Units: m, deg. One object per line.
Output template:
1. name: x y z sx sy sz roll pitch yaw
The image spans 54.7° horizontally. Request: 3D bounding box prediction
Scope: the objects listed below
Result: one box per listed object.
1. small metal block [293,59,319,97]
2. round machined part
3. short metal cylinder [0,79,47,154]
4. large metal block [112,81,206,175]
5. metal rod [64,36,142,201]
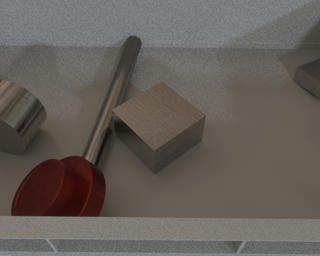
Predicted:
1. small metal block: 0.242 -0.077 0.469 0.050 0.025 0.050 -21 45 -17
2. round machined part: -0.105 0.069 0.305 0.098 0.042 0.098 -22 45 24
3. short metal cylinder: -0.189 -0.012 0.377 0.080 0.080 0.050 12 51 9
4. large metal block: -0.002 -0.002 0.391 0.080 0.050 0.080 -33 58 -25
5. metal rod: -0.067 -0.032 0.430 0.025 0.025 0.300 7 50 6
